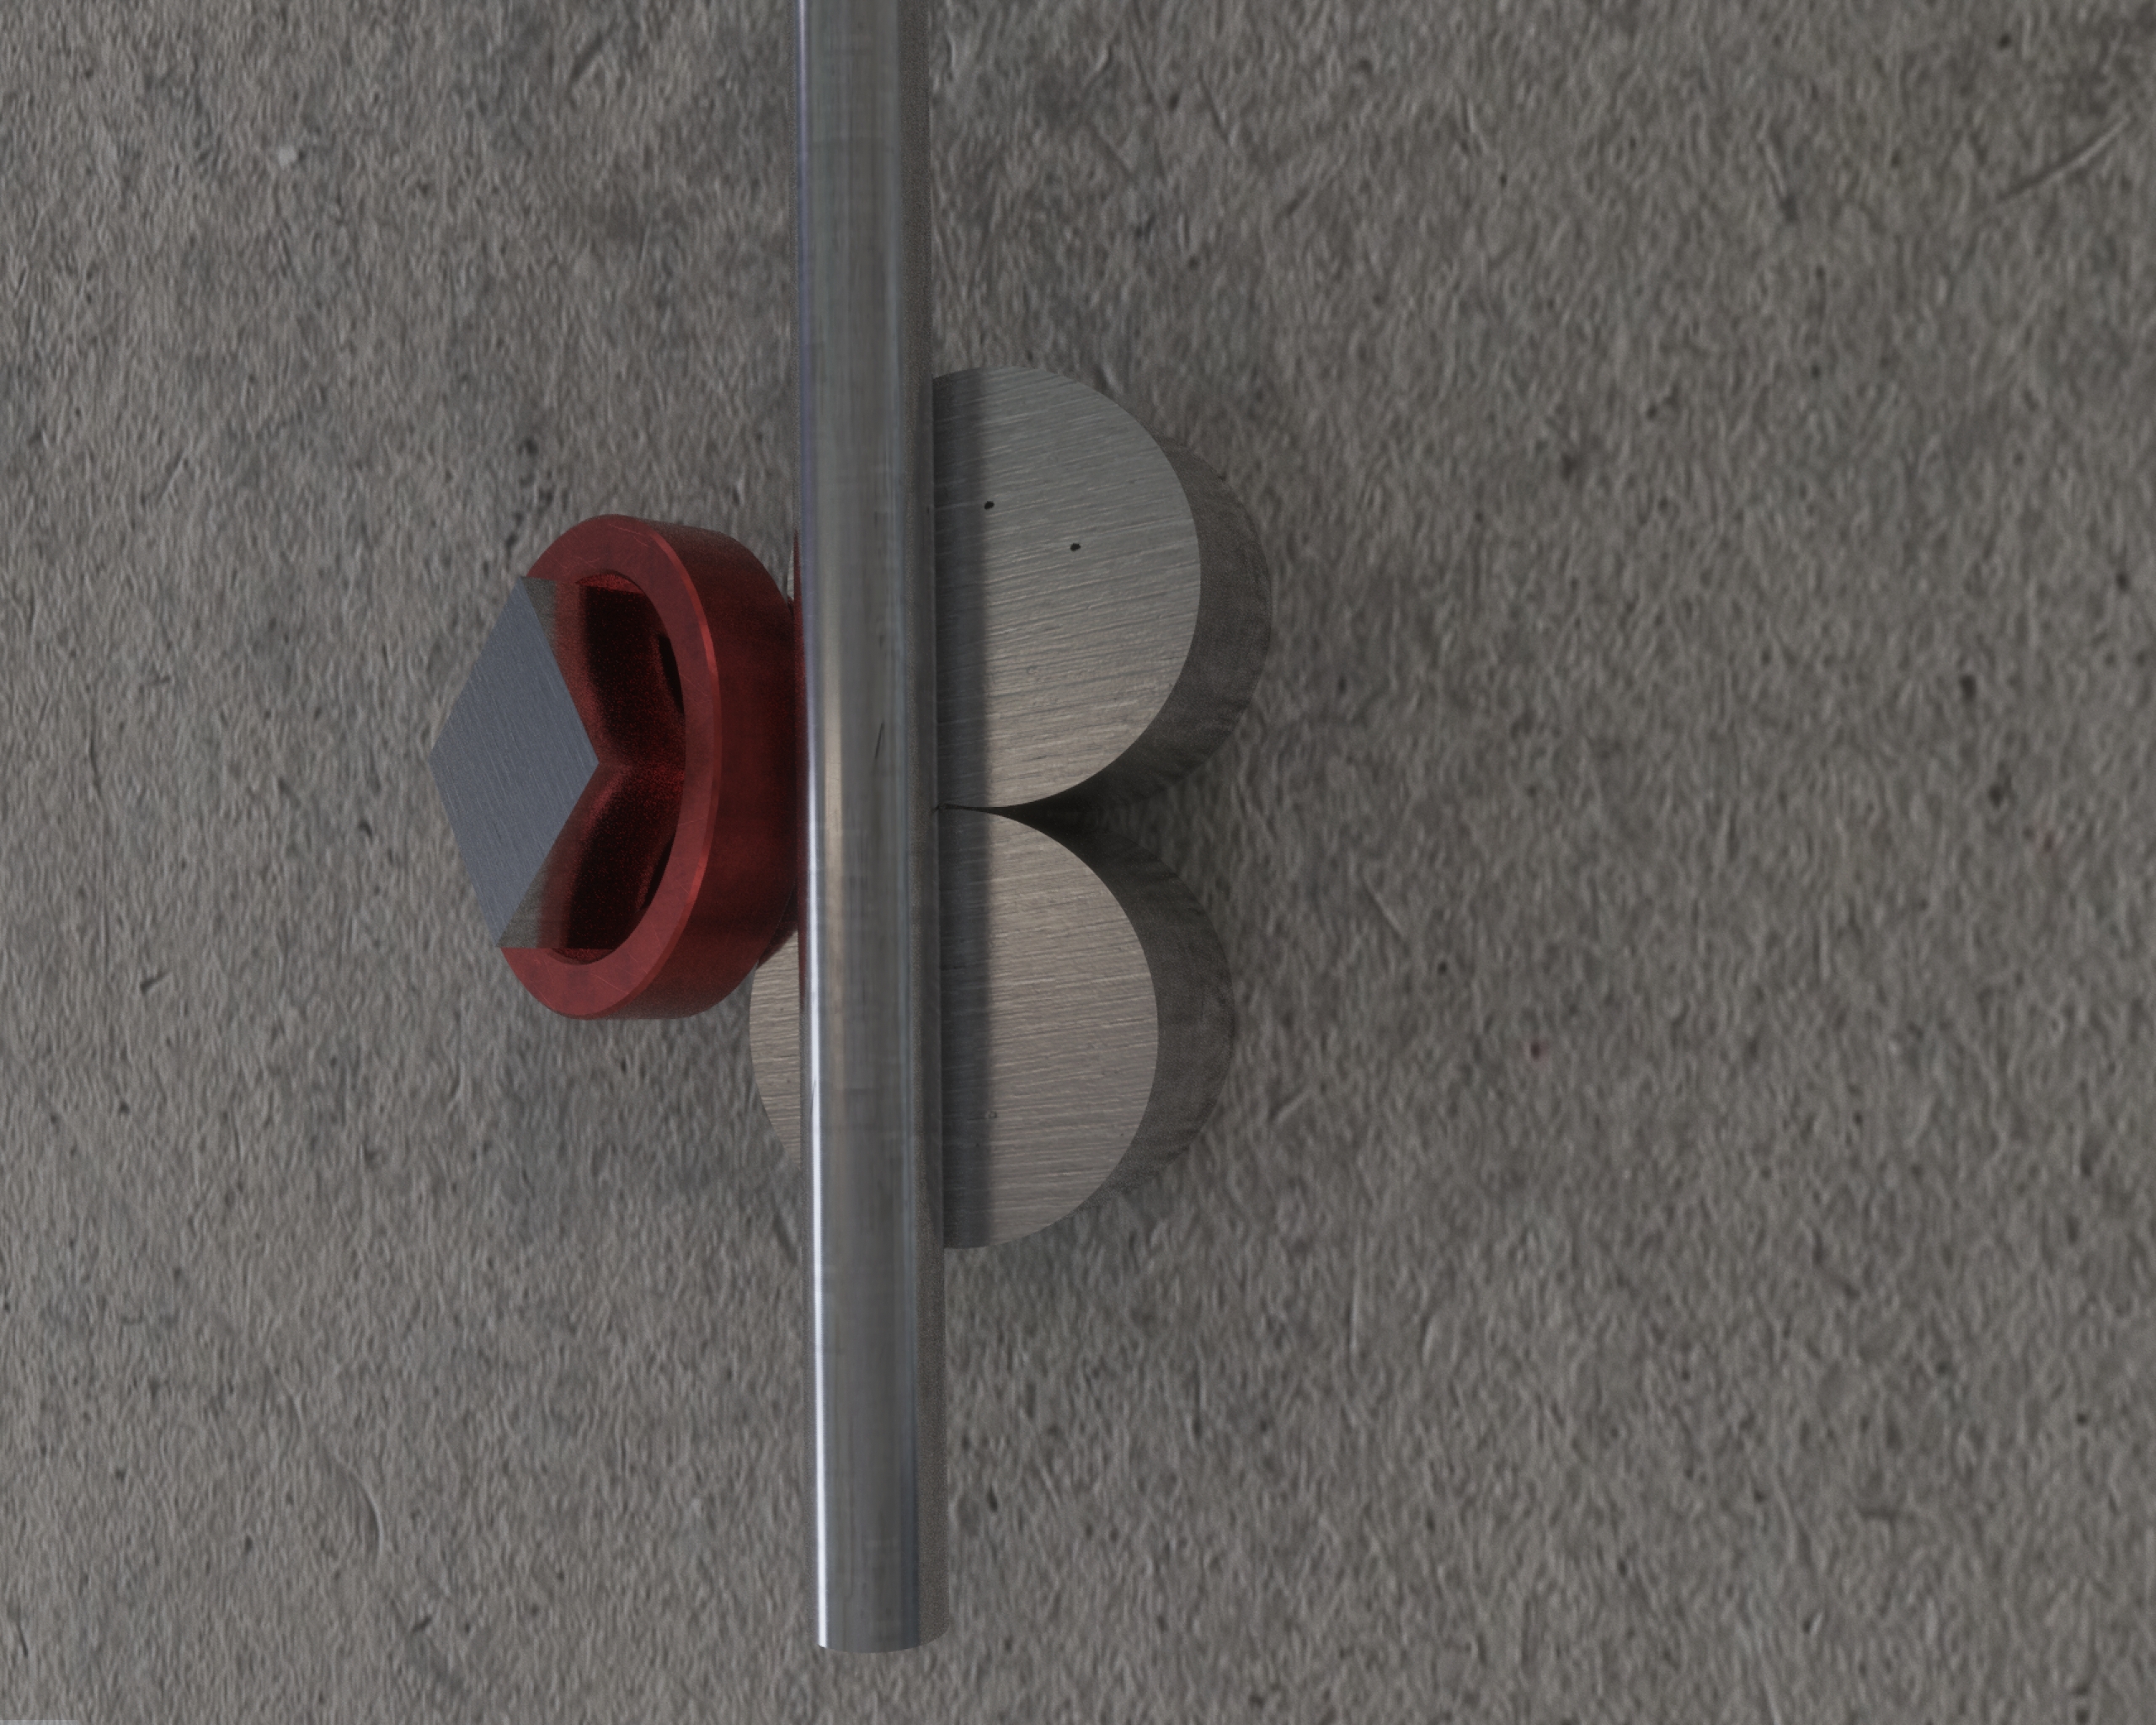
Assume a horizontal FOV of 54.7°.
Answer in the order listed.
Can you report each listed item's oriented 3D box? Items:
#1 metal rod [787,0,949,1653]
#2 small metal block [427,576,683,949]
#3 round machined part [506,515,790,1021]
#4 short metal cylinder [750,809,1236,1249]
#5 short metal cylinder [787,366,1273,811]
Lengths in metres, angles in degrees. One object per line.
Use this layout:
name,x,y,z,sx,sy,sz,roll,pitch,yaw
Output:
metal rod,-0.037,-0.014,0.370,0.025,0.025,0.298,-1,89,20
small metal block,-0.098,-0.018,0.402,0.050,0.025,0.050,-53,51,32
round machined part,-0.079,-0.018,0.415,0.098,0.042,0.097,-4,84,48
short metal cylinder,-0.015,0.030,0.402,0.080,0.050,0.080,0,89,20
short metal cylinder,-0.008,-0.050,0.400,0.080,0.050,0.079,0,90,20
